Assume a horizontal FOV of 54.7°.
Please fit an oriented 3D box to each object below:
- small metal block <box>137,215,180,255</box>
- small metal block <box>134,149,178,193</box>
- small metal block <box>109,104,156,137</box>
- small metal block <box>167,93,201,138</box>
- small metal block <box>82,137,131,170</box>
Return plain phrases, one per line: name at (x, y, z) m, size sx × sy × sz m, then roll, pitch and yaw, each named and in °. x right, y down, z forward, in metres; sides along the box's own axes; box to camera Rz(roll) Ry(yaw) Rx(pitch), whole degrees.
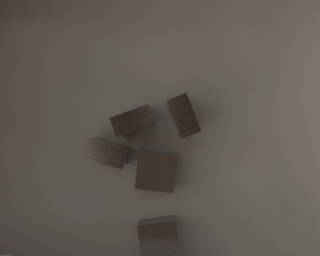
small metal block at (-0.001, 0.147, 0.411) m, size 0.050 × 0.025 × 0.050 m, roll -8°, pitch 90°, yaw 0°
small metal block at (-0.005, 0.057, 0.411) m, size 0.050 × 0.025 × 0.050 m, roll 7°, pitch 90°, yaw 0°
small metal block at (-0.033, -0.009, 0.398) m, size 0.050 × 0.050 × 0.025 m, roll -19°, pitch 90°, yaw 0°
small metal block at (0.029, -0.015, 0.399) m, size 0.025 × 0.050 × 0.050 m, roll -21°, pitch 90°, yaw 0°
small metal block at (-0.066, 0.031, 0.398) m, size 0.050 × 0.050 × 0.025 m, roll 16°, pitch 90°, yaw 0°
